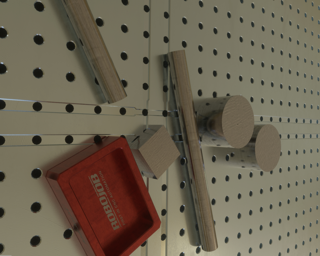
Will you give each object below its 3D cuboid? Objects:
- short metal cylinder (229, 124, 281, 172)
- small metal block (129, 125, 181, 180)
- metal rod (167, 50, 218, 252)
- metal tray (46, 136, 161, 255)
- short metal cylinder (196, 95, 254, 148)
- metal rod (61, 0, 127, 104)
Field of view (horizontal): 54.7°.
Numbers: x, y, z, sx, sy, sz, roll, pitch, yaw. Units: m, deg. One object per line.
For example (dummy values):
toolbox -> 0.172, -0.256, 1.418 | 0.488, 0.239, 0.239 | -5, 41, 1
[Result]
short metal cylinder -> 0.165, 0.033, 0.535 | 0.081, 0.050, 0.079 | 0, 90, -40
small metal block -> -0.007, 0.031, 0.405 | 0.050, 0.025, 0.050 | -45, 117, -31
metal rod -> 0.049, 0.039, 0.452 | 0.025, 0.025, 0.298 | -18, 102, -39
metal tray -> -0.059, 0.085, 0.358 | 0.091, 0.030, 0.129 | -33, 111, -35
short metal cylinder -> 0.102, -0.009, 0.481 | 0.081, 0.050, 0.079 | 0, 90, -40
metal rod -> -0.104, -0.166, 0.322 | 0.025, 0.025, 0.299 | -35, 112, -35
